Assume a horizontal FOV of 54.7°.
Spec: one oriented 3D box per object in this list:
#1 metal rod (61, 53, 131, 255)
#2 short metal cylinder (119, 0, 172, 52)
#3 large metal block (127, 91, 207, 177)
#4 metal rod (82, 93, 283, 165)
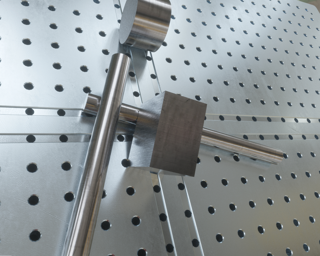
[{"bbox_3d":[-0.068,0.045,0.324,0.025,0.025,0.299,18,61,-18],"label":"metal rod"},{"bbox_3d":[-0.024,-0.158,0.458,0.050,0.080,0.080,10,58,-24],"label":"short metal cylinder"},{"bbox_3d":[0.005,0.010,0.355,0.050,0.080,0.080,16,78,-20],"label":"large metal block"},{"bbox_3d":[0.046,0.007,0.430,0.302,0.025,0.025,16,55,-20],"label":"metal rod"}]
